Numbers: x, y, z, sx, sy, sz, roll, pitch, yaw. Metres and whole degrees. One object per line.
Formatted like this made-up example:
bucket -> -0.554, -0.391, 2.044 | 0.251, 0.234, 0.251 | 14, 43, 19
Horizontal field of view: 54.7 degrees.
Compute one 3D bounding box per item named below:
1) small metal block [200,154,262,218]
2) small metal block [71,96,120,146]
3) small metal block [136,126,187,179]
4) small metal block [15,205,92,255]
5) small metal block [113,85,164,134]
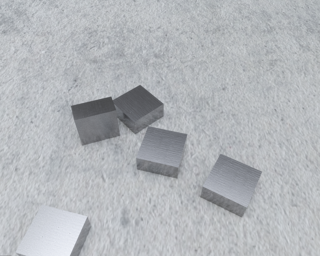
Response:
small metal block -> 0.080, 0.064, 0.351 | 0.050, 0.025, 0.050 | 24, 54, 18
small metal block -> -0.081, -0.008, 0.393 | 0.050, 0.050, 0.025 | -15, 52, -13
small metal block -> 0.003, 0.029, 0.379 | 0.050, 0.025, 0.050 | 12, 51, 9
small metal block -> -0.104, 0.110, 0.309 | 0.050, 0.025, 0.050 | 12, 51, 9
small metal block -> -0.030, -0.026, 0.425 | 0.050, 0.025, 0.050 | -34, 58, -25
